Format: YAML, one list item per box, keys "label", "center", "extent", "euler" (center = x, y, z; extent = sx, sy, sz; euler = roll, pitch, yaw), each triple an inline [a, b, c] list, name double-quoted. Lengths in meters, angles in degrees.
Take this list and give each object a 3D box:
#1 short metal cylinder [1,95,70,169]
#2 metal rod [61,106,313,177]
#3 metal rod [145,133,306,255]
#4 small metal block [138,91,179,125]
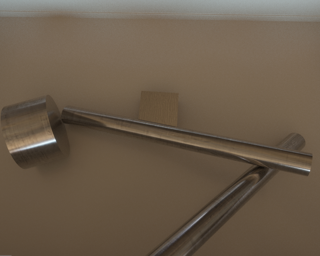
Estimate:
- label: "short metal cylinder"
  center: [-0.149, 0.005, 0.377]
  extent: [0.050, 0.080, 0.080]
  euler: [-17, 71, -6]
- label: "metal rod"
  center: [0.016, 0.010, 0.370]
  extent: [0.301, 0.025, 0.025]
  euler: [11, 70, 18]
- label: "metal rod"
  center: [0.073, 0.073, 0.316]
  extent: [0.302, 0.025, 0.025]
  euler: [-28, 71, -37]
- label: "small metal block"
  center: [-0.002, -0.021, 0.417]
  extent: [0.050, 0.025, 0.050]
  euler: [4, 70, 1]
